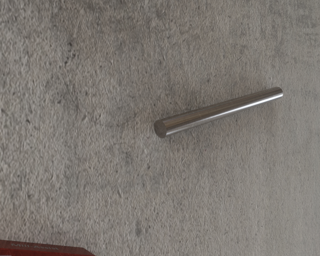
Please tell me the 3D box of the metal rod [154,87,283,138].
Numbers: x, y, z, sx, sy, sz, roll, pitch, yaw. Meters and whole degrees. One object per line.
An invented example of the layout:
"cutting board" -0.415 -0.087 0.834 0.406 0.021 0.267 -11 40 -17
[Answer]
"metal rod" 0.113 -0.033 0.501 0.302 0.025 0.025 -17 101 -39

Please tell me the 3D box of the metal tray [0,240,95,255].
"metal tray" -0.132 0.158 0.291 0.131 0.030 0.090 24 75 -38
